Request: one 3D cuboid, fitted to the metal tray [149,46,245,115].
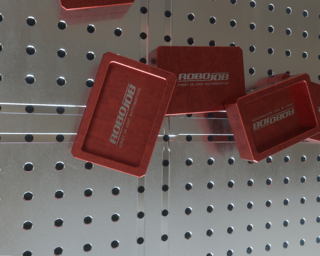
[{"bbox_3d":[0.055,-0.066,0.431,0.131,0.030,0.089,-5,92,-20],"label":"metal tray"}]

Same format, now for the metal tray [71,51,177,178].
[{"bbox_3d":[-0.042,-0.015,0.376,0.091,0.030,0.129,18,90,-5],"label":"metal tray"}]

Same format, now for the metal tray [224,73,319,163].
[{"bbox_3d":[0.163,-0.017,0.439,0.131,0.030,0.090,-21,97,-19],"label":"metal tray"}]

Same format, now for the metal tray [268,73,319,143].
[{"bbox_3d":[0.230,-0.028,0.497,0.131,0.030,0.090,12,86,-20],"label":"metal tray"}]

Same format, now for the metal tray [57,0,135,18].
[{"bbox_3d":[-0.090,-0.207,0.377,0.091,0.030,0.129,-14,95,-20],"label":"metal tray"}]
